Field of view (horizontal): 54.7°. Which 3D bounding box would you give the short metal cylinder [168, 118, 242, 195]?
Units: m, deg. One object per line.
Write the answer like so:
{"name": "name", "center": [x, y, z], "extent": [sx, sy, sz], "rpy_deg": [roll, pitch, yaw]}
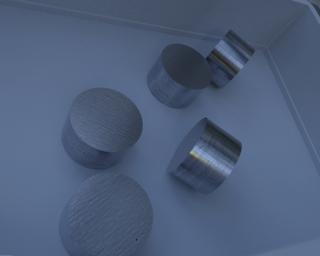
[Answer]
{"name": "short metal cylinder", "center": [0.054, 0.034, 0.378], "extent": [0.050, 0.080, 0.080], "rpy_deg": [35, 51, -6]}

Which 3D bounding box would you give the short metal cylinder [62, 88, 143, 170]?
{"name": "short metal cylinder", "center": [-0.066, 0.001, 0.353], "extent": [0.081, 0.050, 0.080], "rpy_deg": [14, 56, -21]}

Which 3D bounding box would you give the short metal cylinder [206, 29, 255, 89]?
{"name": "short metal cylinder", "center": [0.104, -0.109, 0.492], "extent": [0.050, 0.080, 0.080], "rpy_deg": [40, 51, -1]}

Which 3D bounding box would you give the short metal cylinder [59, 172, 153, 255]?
{"name": "short metal cylinder", "center": [-0.054, 0.090, 0.306], "extent": [0.081, 0.050, 0.080], "rpy_deg": [14, 56, -21]}

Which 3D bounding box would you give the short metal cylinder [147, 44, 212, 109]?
{"name": "short metal cylinder", "center": [0.028, -0.075, 0.450], "extent": [0.081, 0.050, 0.080], "rpy_deg": [14, 56, -21]}
